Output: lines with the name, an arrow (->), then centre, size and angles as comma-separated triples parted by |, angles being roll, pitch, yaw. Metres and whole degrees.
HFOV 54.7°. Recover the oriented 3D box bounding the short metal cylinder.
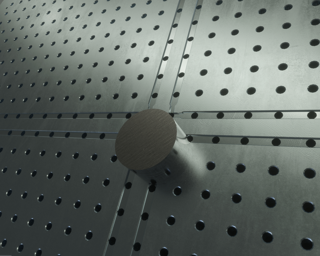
short metal cylinder -> -0.007, 0.023, 0.381 | 0.080, 0.050, 0.080 | -13, 56, 20
